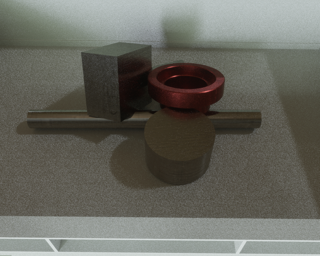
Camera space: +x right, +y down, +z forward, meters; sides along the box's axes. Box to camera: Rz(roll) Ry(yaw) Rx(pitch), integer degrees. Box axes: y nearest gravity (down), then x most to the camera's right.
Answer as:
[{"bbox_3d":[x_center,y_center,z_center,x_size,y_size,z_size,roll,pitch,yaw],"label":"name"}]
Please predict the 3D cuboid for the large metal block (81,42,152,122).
[{"bbox_3d":[-0.052,-0.063,0.401,0.050,0.079,0.080,12,27,24],"label":"large metal block"}]

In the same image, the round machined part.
[{"bbox_3d":[0.034,-0.049,0.408,0.099,0.042,0.098,0,33,0],"label":"round machined part"}]

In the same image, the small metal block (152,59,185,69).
[{"bbox_3d":[0.020,-0.073,0.466,0.050,0.025,0.050,-16,52,-14],"label":"small metal block"}]

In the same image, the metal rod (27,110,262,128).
[{"bbox_3d":[-0.019,-0.012,0.411,0.302,0.025,0.025,0,50,-1],"label":"metal rod"}]

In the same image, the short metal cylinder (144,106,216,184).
[{"bbox_3d":[0.022,0.020,0.369,0.081,0.050,0.080,0,50,0],"label":"short metal cylinder"}]
